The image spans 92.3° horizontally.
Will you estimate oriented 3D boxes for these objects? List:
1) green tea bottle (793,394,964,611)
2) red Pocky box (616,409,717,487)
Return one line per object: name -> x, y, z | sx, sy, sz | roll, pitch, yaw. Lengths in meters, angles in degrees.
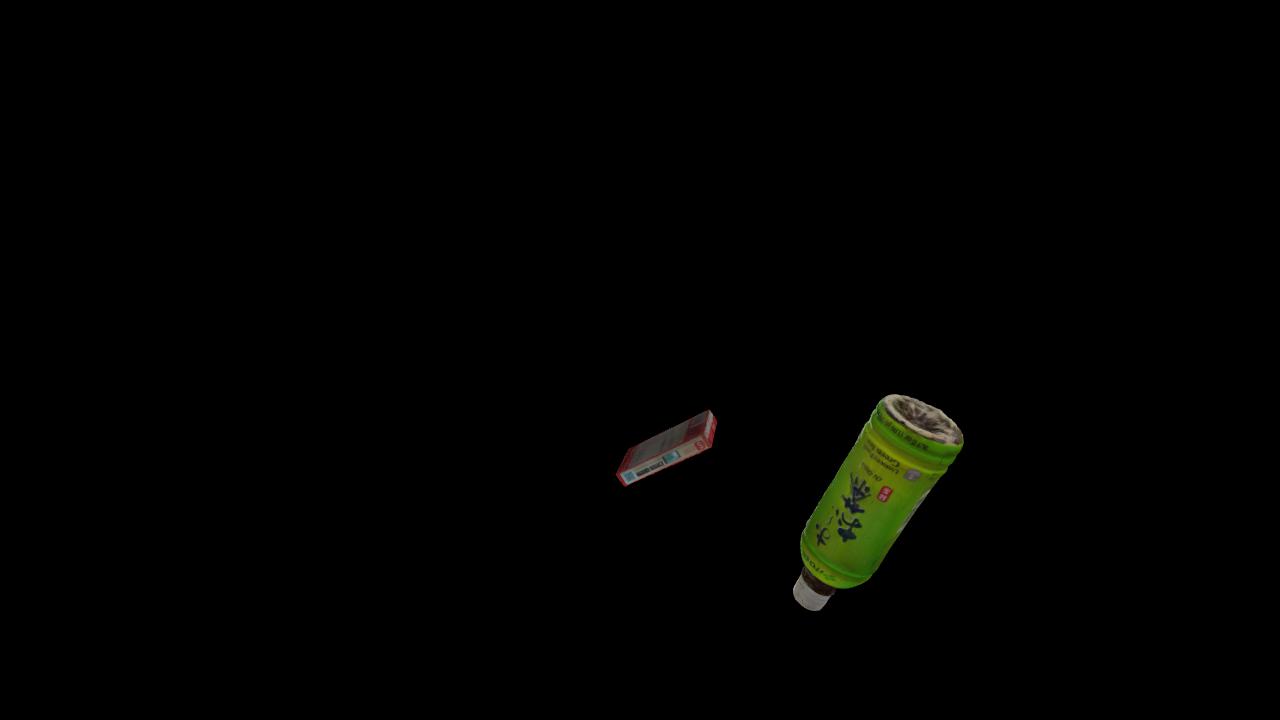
green tea bottle -> 0.189, 0.132, 0.523 | 0.073, 0.212, 0.073 | 16, 25, -7
red Pocky box -> 0.041, 0.132, 0.920 | 0.155, 0.028, 0.083 | -29, 13, 22
